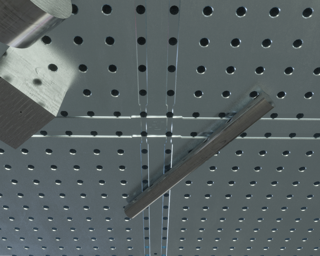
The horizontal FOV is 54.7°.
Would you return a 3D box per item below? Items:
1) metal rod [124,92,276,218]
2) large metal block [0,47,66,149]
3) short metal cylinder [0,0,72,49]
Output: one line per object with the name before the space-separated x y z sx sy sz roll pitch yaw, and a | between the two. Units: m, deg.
metal rod | 0.042 0.054 0.457 0.025 0.025 0.299 31 123 -24
large metal block | -0.174 -0.032 0.366 0.080 0.050 0.080 -33 123 25
short metal cylinder | -0.126 -0.118 0.273 0.050 0.080 0.080 -28 125 21
